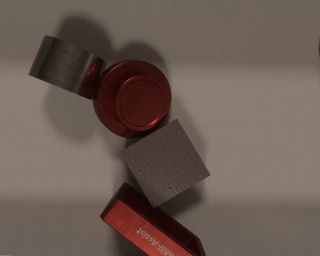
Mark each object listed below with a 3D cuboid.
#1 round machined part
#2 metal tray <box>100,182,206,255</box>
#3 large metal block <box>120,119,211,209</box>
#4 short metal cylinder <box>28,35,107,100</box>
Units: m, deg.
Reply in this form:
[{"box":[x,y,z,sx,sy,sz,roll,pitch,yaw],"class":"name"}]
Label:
[{"box":[-0.029,-0.033,0.382,0.099,0.042,0.097,-8,107,-25],"class":"round machined part"},{"box":[-0.005,0.124,0.378,0.130,0.090,0.030,38,90,-1],"class":"metal tray"},{"box":[0.006,0.043,0.399,0.080,0.050,0.080,-30,90,0],"class":"large metal block"},{"box":[-0.112,-0.072,0.382,0.080,0.080,0.050,22,90,-1],"class":"short metal cylinder"}]
